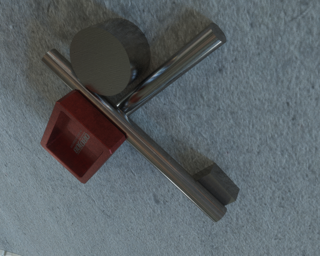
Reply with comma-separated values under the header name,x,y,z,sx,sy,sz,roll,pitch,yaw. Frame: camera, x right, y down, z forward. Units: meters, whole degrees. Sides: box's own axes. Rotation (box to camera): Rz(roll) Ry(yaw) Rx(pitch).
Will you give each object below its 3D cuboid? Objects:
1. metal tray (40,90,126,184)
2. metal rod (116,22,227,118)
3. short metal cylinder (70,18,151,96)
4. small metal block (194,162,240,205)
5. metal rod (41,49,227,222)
name,x,y,z,sx,sy,sz,roll,pitch,yaw
metal tray,-0.110,0.018,0.422,0.090,0.030,0.129,43,141,-2
metal rod,-0.039,-0.033,0.407,0.299,0.025,0.025,-33,100,38
short metal cylinder,-0.058,-0.085,0.368,0.080,0.050,0.079,13,124,20
small metal block,0.070,0.082,0.420,0.050,0.025,0.050,47,129,-6
metal rod,-0.031,0.011,0.398,0.300,0.025,0.025,43,129,-2
